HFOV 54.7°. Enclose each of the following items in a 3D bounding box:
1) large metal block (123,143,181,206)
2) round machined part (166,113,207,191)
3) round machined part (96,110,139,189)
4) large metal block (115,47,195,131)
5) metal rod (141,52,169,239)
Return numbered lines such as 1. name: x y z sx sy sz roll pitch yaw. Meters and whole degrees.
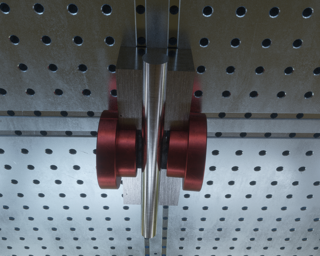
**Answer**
1. large metal block: -0.012 0.068 0.452 0.081 0.050 0.079 2 130 -2
2. round machined part: 0.031 0.029 0.388 0.042 0.098 0.097 4 130 2
3. round machined part: -0.049 0.027 0.385 0.042 0.098 0.097 2 130 -1
4. large metal block: -0.006 -0.044 0.357 0.081 0.050 0.079 2 130 -2
5. metal rod: -0.011 0.048 0.386 0.025 0.025 0.298 2 130 -2
